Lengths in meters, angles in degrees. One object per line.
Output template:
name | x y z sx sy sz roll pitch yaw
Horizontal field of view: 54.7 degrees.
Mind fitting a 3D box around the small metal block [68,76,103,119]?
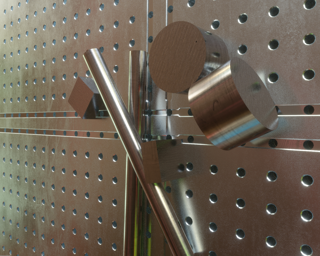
small metal block | -0.121 -0.049 0.509 0.050 0.025 0.050 45 117 30

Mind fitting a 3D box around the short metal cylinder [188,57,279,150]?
short metal cylinder | 0.074 -0.024 0.312 0.050 0.081 0.080 -31 71 35

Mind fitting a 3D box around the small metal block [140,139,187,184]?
small metal block | 0.005 0.041 0.389 0.025 0.050 0.050 -14 81 39

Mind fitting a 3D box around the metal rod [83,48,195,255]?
metal rod | -0.032 0.029 0.408 0.025 0.025 0.299 -32 79 35

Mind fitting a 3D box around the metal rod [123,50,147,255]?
metal rod | -0.035 0.043 0.438 0.025 0.025 0.298 3 92 40

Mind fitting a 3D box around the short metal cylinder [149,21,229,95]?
short metal cylinder | 0.033 -0.079 0.366 0.080 0.050 0.079 0 90 40
